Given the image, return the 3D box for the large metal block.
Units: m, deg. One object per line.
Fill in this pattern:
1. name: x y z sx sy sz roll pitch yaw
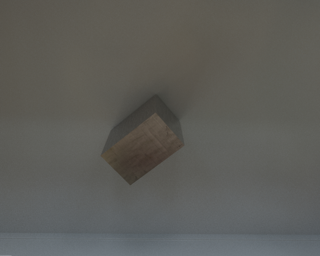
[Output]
1. large metal block: -0.020 0.011 0.383 0.080 0.080 0.050 -38 106 12
